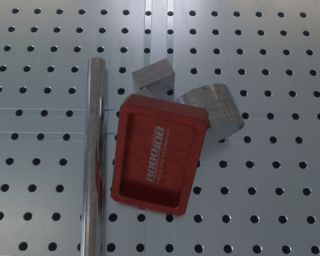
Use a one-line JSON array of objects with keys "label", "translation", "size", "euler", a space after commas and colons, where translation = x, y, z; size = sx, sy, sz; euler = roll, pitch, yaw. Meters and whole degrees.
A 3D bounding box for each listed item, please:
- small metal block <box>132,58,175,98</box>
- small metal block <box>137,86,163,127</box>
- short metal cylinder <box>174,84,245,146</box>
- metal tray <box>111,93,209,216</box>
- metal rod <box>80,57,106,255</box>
[{"label": "small metal block", "translation": [-0.008, -0.063, 0.421], "size": [0.050, 0.050, 0.025], "euler": [-25, 72, -9]}, {"label": "small metal block", "translation": [-0.009, -0.020, 0.404], "size": [0.025, 0.050, 0.050], "euler": [-41, 75, -5]}, {"label": "short metal cylinder", "translation": [0.058, -0.013, 0.387], "size": [0.080, 0.080, 0.050], "euler": [-17, 71, -6]}, {"label": "metal tray", "translation": [-0.003, 0.033, 0.351], "size": [0.090, 0.129, 0.030], "euler": [12, 28, 4]}, {"label": "metal rod", "translation": [-0.084, 0.045, 0.394], "size": [0.025, 0.025, 0.299], "euler": [-2, 70, -1]}]
